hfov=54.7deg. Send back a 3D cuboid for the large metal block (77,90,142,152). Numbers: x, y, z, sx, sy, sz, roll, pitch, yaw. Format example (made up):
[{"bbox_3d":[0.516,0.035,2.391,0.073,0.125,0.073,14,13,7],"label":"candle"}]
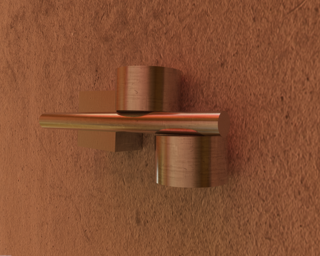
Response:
[{"bbox_3d":[-0.071,-0.011,0.443,0.080,0.050,0.079,4,93,39],"label":"large metal block"}]

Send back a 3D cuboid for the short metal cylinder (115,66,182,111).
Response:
[{"bbox_3d":[-0.014,-0.045,0.382,0.080,0.081,0.050,3,92,39],"label":"short metal cylinder"}]

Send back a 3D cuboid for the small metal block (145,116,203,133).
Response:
[{"bbox_3d":[0.017,-0.005,0.373,0.050,0.050,0.025,2,91,39],"label":"small metal block"}]

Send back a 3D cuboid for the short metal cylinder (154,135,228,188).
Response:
[{"bbox_3d":[0.034,0.033,0.340,0.080,0.081,0.050,0,90,39],"label":"short metal cylinder"}]

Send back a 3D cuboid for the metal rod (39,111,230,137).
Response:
[{"bbox_3d":[-0.057,-0.008,0.385,0.300,0.025,0.025,2,91,38],"label":"metal rod"}]
